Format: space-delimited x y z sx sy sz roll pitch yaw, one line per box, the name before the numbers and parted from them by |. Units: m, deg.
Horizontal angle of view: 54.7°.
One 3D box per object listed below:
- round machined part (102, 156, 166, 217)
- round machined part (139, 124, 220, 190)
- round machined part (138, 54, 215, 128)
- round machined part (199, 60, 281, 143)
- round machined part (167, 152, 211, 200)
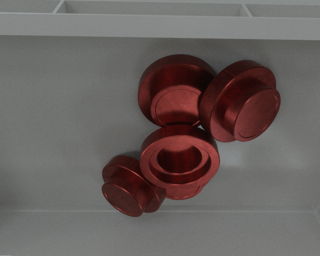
round machined part | -0.044 0.089 0.444 0.098 0.042 0.097 21 138 21
round machined part | 0.024 0.032 0.395 0.099 0.042 0.097 -1 130 0
round machined part | 0.023 -0.034 0.367 0.099 0.042 0.097 -1 130 0
round machined part | 0.096 -0.023 0.349 0.099 0.042 0.097 -20 132 -24
round machined part | 0.028 0.069 0.455 0.099 0.042 0.097 -1 130 0
